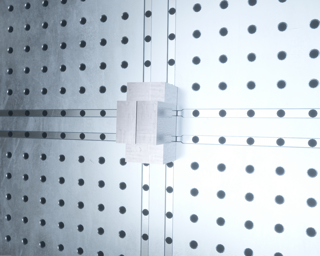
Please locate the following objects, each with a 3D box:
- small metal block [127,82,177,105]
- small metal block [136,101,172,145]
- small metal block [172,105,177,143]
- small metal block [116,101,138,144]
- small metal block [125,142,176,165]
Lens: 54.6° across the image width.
[{"bbox_3d":[-0.009,-0.044,0.402,0.050,0.050,0.025,2,91,20],"label":"small metal block"},{"bbox_3d":[-0.006,-0.006,0.375,0.025,0.050,0.050,2,91,21],"label":"small metal block"},{"bbox_3d":[-0.006,-0.007,0.415,0.050,0.025,0.050,2,91,21],"label":"small metal block"},{"bbox_3d":[-0.031,-0.007,0.384,0.025,0.050,0.050,2,91,20],"label":"small metal block"},{"bbox_3d":[-0.011,0.031,0.403,0.050,0.050,0.025,2,91,20],"label":"small metal block"}]
